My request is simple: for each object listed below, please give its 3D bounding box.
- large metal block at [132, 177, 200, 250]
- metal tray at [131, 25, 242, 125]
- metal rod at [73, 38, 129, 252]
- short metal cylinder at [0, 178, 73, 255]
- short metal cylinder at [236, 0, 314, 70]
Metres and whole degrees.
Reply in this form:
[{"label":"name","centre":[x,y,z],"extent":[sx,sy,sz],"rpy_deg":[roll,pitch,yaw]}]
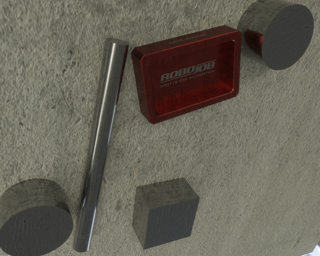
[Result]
[{"label":"large metal block","centre":[0.007,0.129,0.474],"extent":[0.081,0.050,0.079],"rpy_deg":[-6,121,-25]},{"label":"metal tray","centre":[0.036,-0.066,0.382],"extent":[0.131,0.030,0.089],"rpy_deg":[-19,126,-17]},{"label":"metal rod","centre":[-0.079,0.040,0.387],"extent":[0.025,0.025,0.298],"rpy_deg":[0,118,-29]},{"label":"short metal cylinder","centre":[-0.151,0.109,0.375],"extent":[0.081,0.050,0.079],"rpy_deg":[-14,124,-21]},{"label":"short metal cylinder","centre":[0.146,-0.120,0.396],"extent":[0.081,0.050,0.079],"rpy_deg":[-14,124,-21]}]
